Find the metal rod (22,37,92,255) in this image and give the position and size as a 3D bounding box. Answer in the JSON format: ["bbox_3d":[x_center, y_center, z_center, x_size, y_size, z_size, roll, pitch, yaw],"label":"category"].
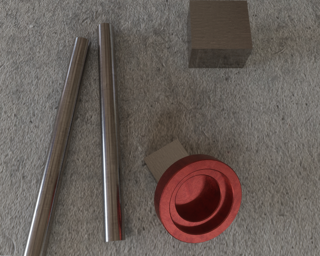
[{"bbox_3d":[-0.128,0.014,0.401,0.025,0.025,0.299,6,70,2],"label":"metal rod"}]

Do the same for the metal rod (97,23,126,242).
[{"bbox_3d":[-0.067,-0.009,0.410,0.025,0.025,0.299,-5,70,-2],"label":"metal rod"}]

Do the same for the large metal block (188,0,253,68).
[{"bbox_3d":[0.082,-0.134,0.445,0.081,0.050,0.080,0,70,-1],"label":"large metal block"}]

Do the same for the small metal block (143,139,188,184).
[{"bbox_3d":[0.014,0.050,0.390,0.050,0.025,0.050,-30,73,-11],"label":"small metal block"}]

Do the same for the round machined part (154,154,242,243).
[{"bbox_3d":[0.040,0.077,0.355,0.099,0.042,0.097,-4,102,-18],"label":"round machined part"}]
